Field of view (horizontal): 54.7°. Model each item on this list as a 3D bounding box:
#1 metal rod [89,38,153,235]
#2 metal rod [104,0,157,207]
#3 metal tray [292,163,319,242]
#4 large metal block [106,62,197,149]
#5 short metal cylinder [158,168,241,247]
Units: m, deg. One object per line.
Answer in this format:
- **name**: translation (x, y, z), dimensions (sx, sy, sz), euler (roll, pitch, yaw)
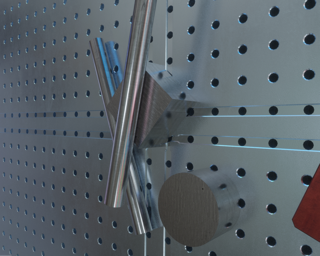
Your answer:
- **metal rod**: translation (-0.061, 0.004, 0.459), dimensions (0.025, 0.025, 0.299), euler (-25, 74, 37)
- **metal rod**: translation (-0.033, -0.050, 0.371), dimensions (0.025, 0.025, 0.298), euler (16, 100, 39)
- **metal tray**: translation (0.190, 0.074, 0.250), dimensions (0.130, 0.030, 0.089), euler (30, 108, 36)
- **large metal block**: translation (-0.013, -0.031, 0.404), dimensions (0.080, 0.050, 0.080), euler (50, 119, 28)
- **short metal cylinder**: translation (0.045, 0.088, 0.356), dimensions (0.080, 0.050, 0.079), euler (0, 90, 40)
